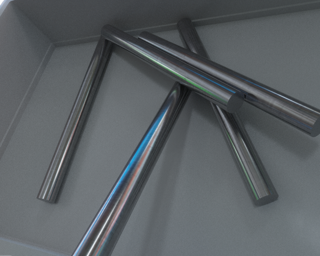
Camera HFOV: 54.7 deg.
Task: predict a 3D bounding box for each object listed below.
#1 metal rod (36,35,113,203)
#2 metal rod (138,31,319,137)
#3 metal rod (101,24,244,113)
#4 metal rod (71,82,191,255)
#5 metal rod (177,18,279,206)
[{"bbox_3d":[-0.125,-0.032,0.488,0.025,0.025,0.300,0,61,27],"label":"metal rod"},{"bbox_3d":[0.060,-0.071,0.381,0.025,0.025,0.300,-47,46,-4],"label":"metal rod"},{"bbox_3d":[-0.005,-0.095,0.425,0.025,0.025,0.300,-46,46,-4],"label":"metal rod"},{"bbox_3d":[-0.008,0.017,0.318,0.025,0.025,0.301,-4,34,26],"label":"metal rod"},{"bbox_3d":[0.072,-0.045,0.394,0.025,0.025,0.299,-25,53,12],"label":"metal rod"}]
